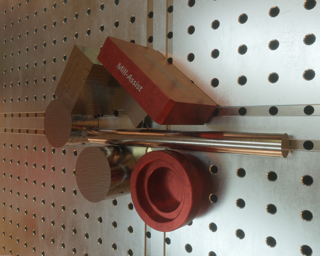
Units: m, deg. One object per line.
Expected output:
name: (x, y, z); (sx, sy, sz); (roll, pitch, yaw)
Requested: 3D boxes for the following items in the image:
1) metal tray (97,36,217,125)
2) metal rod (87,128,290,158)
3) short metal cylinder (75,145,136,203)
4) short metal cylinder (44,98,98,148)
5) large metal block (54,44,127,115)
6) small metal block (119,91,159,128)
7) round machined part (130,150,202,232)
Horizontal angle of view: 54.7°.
metal tray: (-0.004, -0.056, 0.370); (0.130, 0.091, 0.030); (48, 119, 29)
metal rod: (0.009, 0.015, 0.402); (0.300, 0.025, 0.025); (1, 91, 40)
short metal cylinder: (-0.080, 0.066, 0.459); (0.080, 0.050, 0.080); (0, 90, 40)
short metal cylinder: (-0.149, -0.008, 0.515); (0.080, 0.050, 0.080); (0, 90, 40)
large metal block: (-0.093, -0.066, 0.451); (0.050, 0.081, 0.080); (46, 117, 29)
small metal block: (-0.023, -0.035, 0.429); (0.050, 0.025, 0.050); (-46, 63, 30)
round machined part: (0.012, 0.075, 0.389); (0.098, 0.042, 0.097); (0, 90, 40)
